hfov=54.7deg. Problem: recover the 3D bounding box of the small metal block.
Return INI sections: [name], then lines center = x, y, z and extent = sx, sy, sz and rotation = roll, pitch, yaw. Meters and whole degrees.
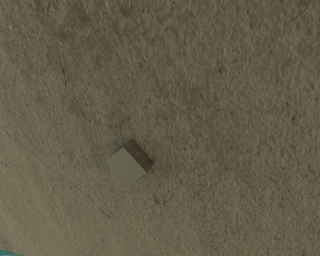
[small metal block]
center = -0.045, 0.051, 0.461
extent = 0.050, 0.025, 0.050
rotation = 48, 128, -6
